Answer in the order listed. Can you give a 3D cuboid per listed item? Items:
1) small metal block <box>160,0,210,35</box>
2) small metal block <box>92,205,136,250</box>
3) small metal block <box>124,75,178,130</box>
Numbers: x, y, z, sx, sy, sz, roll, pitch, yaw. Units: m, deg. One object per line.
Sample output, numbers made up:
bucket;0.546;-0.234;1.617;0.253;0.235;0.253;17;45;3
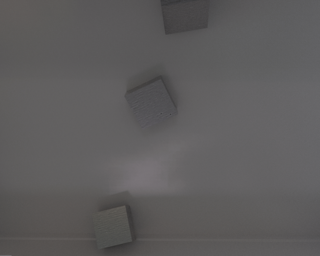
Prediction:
small metal block;0.027;-0.133;0.346;0.050;0.050;0.025;-9;72;3
small metal block;-0.066;0.144;0.450;0.050;0.025;0.050;-15;73;5
small metal block;-0.011;-0.033;0.399;0.050;0.025;0.050;-24;109;8
